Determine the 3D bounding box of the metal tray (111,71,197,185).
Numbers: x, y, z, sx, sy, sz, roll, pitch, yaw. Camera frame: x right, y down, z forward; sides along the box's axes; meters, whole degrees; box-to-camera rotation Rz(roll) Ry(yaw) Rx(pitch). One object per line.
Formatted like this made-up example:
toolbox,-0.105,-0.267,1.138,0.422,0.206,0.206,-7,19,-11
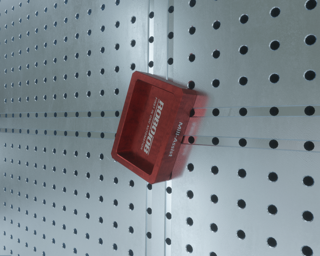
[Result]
metal tray,-0.013,-0.002,0.417,0.090,0.030,0.129,27,107,36
